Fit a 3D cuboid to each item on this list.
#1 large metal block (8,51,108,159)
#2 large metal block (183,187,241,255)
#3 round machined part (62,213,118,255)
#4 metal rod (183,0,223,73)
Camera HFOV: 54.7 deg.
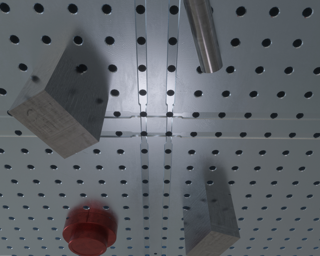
[{"bbox_3d":[-0.109,-0.026,0.352,0.050,0.080,0.080,-26,126,20],"label":"large metal block"},{"bbox_3d":[0.081,0.159,0.512,0.050,0.080,0.079,19,127,-16],"label":"large metal block"},{"bbox_3d":[-0.130,0.202,0.571,0.099,0.042,0.097,0,130,0],"label":"round machined part"},{"bbox_3d":[0.014,-0.178,0.260,0.025,0.025,0.299,-14,129,11],"label":"metal rod"}]
